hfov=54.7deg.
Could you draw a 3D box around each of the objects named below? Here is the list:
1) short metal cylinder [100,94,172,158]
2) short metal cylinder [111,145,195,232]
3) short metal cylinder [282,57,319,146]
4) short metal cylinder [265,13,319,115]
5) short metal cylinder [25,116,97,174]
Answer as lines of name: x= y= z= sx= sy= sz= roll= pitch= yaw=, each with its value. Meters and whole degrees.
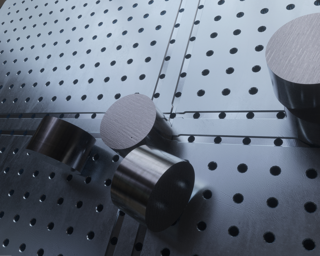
short metal cylinder: x=-0.031 y=0.002 z=0.407 sx=0.080 sy=0.050 sz=0.080 roll=-13 pitch=56 yaw=21
short metal cylinder: x=-0.006 y=0.064 z=0.337 sx=0.050 sy=0.080 sz=0.080 roll=22 pitch=74 yaw=36
short metal cylinder: x=0.171 y=-0.027 z=0.319 sx=0.080 sy=0.050 sz=0.080 roll=-13 pitch=56 yaw=21
short metal cylinder: x=0.144 y=-0.059 z=0.289 sx=0.080 sy=0.050 sz=0.080 roll=-13 pitch=56 yaw=21
short metal cylinder: x=-0.136 y=0.025 z=0.429 sx=0.080 sy=0.080 sz=0.050 roll=10 pitch=67 yaw=32
